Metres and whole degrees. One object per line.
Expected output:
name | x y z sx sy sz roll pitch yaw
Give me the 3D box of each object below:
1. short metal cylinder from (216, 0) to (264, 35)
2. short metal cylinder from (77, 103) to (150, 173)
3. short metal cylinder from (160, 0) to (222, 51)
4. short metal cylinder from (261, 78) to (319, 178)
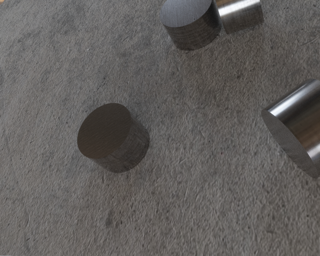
short metal cylinder | 0.106 -0.174 0.420 0.050 0.080 0.080 -14 56 20
short metal cylinder | -0.061 0.014 0.412 0.080 0.050 0.080 -13 56 21
short metal cylinder | 0.046 -0.163 0.464 0.080 0.050 0.080 -13 56 21
short metal cylinder | 0.142 0.000 0.294 0.050 0.080 0.080 -36 51 5
